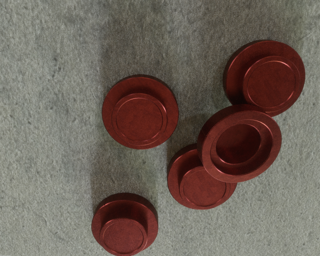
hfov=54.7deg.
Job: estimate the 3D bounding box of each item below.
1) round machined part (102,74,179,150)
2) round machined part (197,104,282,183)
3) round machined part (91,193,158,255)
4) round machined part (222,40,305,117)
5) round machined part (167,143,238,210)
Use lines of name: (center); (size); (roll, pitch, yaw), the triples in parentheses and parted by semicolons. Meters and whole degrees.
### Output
round machined part: (-0.025, -0.016, 0.394); (0.099, 0.042, 0.097); (0, 110, -1)
round machined part: (0.093, 0.015, 0.380); (0.099, 0.042, 0.097); (-4, 117, -8)
round machined part: (-0.052, 0.148, 0.455); (0.099, 0.042, 0.097); (0, 110, -1)
round machined part: (0.130, -0.057, 0.382); (0.099, 0.042, 0.097); (0, 110, -1)
round machined part: (0.059, 0.073, 0.429); (0.099, 0.042, 0.097); (0, 110, -1)
